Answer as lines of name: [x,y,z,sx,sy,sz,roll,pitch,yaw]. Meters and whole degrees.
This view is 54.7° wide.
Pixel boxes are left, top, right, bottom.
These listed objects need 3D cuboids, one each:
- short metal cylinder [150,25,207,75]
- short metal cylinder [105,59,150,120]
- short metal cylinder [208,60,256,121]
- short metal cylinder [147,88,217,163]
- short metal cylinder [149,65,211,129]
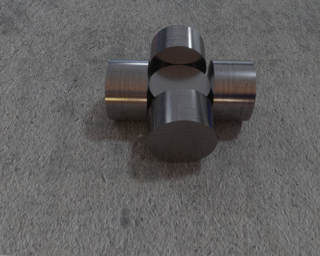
short metal cylinder: [0.026,-0.102,0.454,0.081,0.080,0.050,1,51,0]
short metal cylinder: [-0.040,-0.050,0.411,0.050,0.080,0.080,1,50,1]
short metal cylinder: [0.091,-0.050,0.412,0.050,0.080,0.080,1,50,1]
short metal cylinder: [0.025,-0.001,0.370,0.081,0.080,0.050,0,50,0]
short metal cylinder: [0.026,-0.041,0.424,0.081,0.050,0.080,0,50,0]
